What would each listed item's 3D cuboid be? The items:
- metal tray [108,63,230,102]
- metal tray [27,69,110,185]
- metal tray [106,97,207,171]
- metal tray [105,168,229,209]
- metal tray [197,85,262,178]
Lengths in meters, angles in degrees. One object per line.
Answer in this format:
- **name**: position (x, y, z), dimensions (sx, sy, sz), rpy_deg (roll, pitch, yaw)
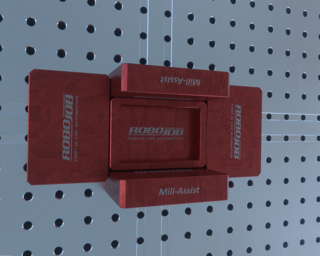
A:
- **metal tray**: position (0.007, -0.052, 0.382), dimensions (0.131, 0.090, 0.030), rpy_deg (1, 90, -20)
- **metal tray**: position (-0.108, -0.001, 0.370), dimensions (0.091, 0.030, 0.129), rpy_deg (1, 90, -21)
- **metal tray**: position (-0.003, 0.008, 0.407), dimensions (0.131, 0.030, 0.089), rpy_deg (1, 90, -21)
- **metal tray**: position (0.006, 0.068, 0.380), dimensions (0.131, 0.090, 0.030), rpy_deg (1, 90, -20)
- **metal tray**: position (0.101, 0.005, 0.447), dimensions (0.091, 0.030, 0.129), rpy_deg (1, 90, -21)
